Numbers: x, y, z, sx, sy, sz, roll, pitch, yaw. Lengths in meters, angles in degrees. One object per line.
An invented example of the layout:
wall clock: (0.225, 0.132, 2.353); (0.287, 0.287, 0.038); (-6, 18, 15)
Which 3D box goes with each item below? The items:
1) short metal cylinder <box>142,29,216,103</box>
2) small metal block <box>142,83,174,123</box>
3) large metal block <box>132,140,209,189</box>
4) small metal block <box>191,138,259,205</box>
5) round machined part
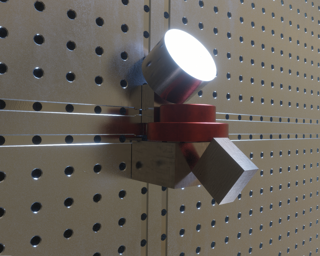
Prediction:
short metal cylinder: (0.024, -0.077, 0.393); (0.080, 0.050, 0.080); (23, 47, -27)
small metal block: (0.004, -0.031, 0.413); (0.050, 0.025, 0.050); (1, 90, -40)
large metal block: (0.021, 0.042, 0.392); (0.081, 0.080, 0.050); (1, 90, -40)
small metal block: (0.068, 0.046, 0.334); (0.025, 0.050, 0.050); (2, 127, -41)
round machined part: (0.034, -0.006, 0.378); (0.099, 0.098, 0.042); (1, 90, -40)
